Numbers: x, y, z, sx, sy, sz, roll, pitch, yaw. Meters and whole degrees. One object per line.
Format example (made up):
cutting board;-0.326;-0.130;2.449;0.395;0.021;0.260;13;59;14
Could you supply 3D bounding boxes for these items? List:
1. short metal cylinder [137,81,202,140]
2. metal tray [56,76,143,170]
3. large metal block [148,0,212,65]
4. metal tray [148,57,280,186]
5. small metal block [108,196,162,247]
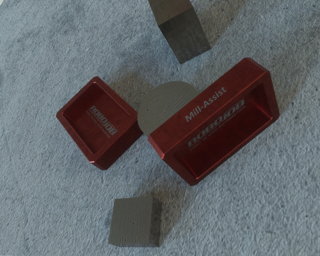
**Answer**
short metal cylinder;0.019;-0.011;0.385;0.080;0.050;0.080;-13;56;21
metal tray;-0.088;-0.011;0.453;0.090;0.030;0.130;-45;51;-4
large metal block;0.027;-0.155;0.449;0.050;0.080;0.080;-26;53;12
metal tray;0.062;-0.002;0.330;0.130;0.090;0.030;-39;51;1
small metal block;-0.027;0.107;0.352;0.050;0.025;0.050;-9;58;23
